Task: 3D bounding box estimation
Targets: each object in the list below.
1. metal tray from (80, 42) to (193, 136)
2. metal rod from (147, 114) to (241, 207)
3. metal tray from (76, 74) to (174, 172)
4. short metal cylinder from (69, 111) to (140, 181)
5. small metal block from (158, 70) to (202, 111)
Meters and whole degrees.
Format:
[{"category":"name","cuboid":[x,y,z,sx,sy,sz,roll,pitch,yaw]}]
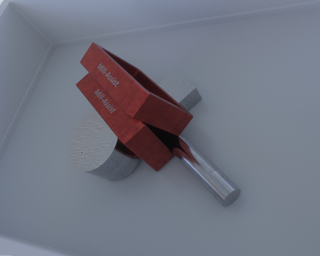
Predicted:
[{"category":"metal tray","cuboid":[-0.030,-0.048,0.373,0.030,0.090,0.130,-54,50,12]},{"category":"metal rod","cuboid":[-0.008,-0.011,0.415,0.025,0.025,0.300,-43,51,-2]},{"category":"metal tray","cuboid":[-0.045,-0.011,0.391,0.030,0.090,0.130,-43,51,-1]},{"category":"short metal cylinder","cuboid":[-0.070,0.023,0.401,0.080,0.050,0.080,-14,61,28]},{"category":"small metal block","cuboid":[0.019,-0.043,0.419,0.050,0.025,0.050,-42,51,-1]}]
